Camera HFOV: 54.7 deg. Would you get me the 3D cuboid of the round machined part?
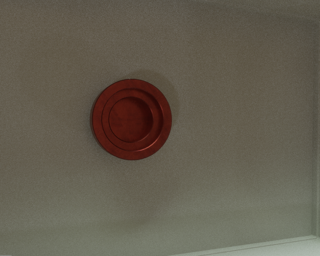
[{"bbox_3d":[-0.038,-0.010,0.388,0.099,0.042,0.097,0,90,-21],"label":"round machined part"}]
